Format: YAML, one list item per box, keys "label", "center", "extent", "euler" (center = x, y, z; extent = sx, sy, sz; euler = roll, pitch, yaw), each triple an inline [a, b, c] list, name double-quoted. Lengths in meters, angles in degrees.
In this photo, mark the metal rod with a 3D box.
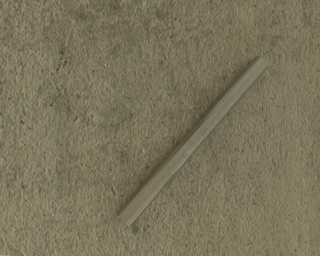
- label: "metal rod"
  center: [0.052, 0.010, 0.427]
  extent: [0.025, 0.025, 0.301]
  euler: [46, 76, -14]
